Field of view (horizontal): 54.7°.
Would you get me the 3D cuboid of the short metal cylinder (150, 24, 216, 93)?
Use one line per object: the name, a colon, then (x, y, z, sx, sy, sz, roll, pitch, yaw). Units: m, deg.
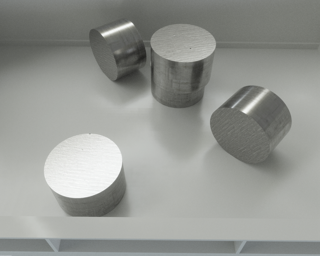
short metal cylinder: (0.028, -0.090, 0.400, 0.081, 0.050, 0.080, 0, 50, 0)

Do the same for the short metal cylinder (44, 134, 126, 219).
short metal cylinder: (-0.080, 0.053, 0.343, 0.081, 0.050, 0.080, 0, 50, 0)

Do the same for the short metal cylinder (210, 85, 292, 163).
short metal cylinder: (0.108, -0.004, 0.374, 0.080, 0.080, 0.050, 35, 58, 25)

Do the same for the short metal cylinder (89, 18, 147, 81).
short metal cylinder: (-0.064, -0.119, 0.468, 0.050, 0.080, 0.080, -30, 56, -23)

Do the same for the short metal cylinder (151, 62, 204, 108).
short metal cylinder: (0.027, -0.075, 0.452, 0.081, 0.050, 0.080, 0, 50, 0)
